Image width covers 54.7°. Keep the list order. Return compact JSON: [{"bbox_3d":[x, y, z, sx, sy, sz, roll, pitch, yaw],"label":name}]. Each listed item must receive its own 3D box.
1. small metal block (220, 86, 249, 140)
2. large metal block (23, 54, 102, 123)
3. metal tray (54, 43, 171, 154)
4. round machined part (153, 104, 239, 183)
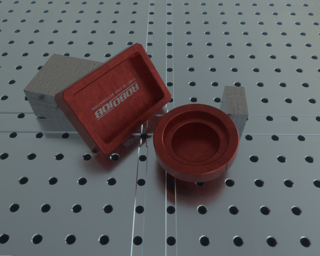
[{"bbox_3d":[0.096,-0.020,0.408,0.025,0.050,0.050,3,50,2],"label":"small metal block"},{"bbox_3d":[-0.126,-0.054,0.436,0.080,0.050,0.080,12,51,10],"label":"large metal block"},{"bbox_3d":[-0.054,-0.039,0.399,0.131,0.090,0.030,-42,21,-30],"label":"metal tray"},{"bbox_3d":[0.043,0.021,0.374,0.099,0.042,0.098,-3,55,4],"label":"round machined part"}]
